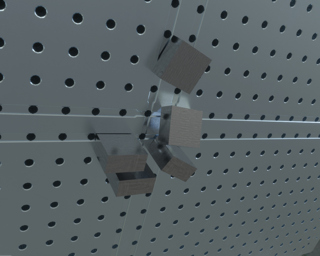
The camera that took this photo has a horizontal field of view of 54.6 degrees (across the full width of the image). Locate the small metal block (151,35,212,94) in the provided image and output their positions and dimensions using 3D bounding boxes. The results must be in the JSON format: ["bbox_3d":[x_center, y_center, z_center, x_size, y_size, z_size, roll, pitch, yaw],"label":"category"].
[{"bbox_3d":[0.026,-0.076,0.378,0.050,0.025,0.050,23,106,-37],"label":"small metal block"}]

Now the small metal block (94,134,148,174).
[{"bbox_3d":[-0.050,0.030,0.386,0.050,0.050,0.025,1,118,-29],"label":"small metal block"}]

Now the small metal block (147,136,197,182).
[{"bbox_3d":[0.016,0.043,0.429,0.050,0.050,0.025,31,103,-38],"label":"small metal block"}]

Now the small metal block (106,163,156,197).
[{"bbox_3d":[-0.040,0.063,0.411,0.050,0.050,0.025,0,119,-28],"label":"small metal block"}]

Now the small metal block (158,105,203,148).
[{"bbox_3d":[0.027,-0.001,0.411,0.050,0.025,0.050,8,84,-32],"label":"small metal block"}]
